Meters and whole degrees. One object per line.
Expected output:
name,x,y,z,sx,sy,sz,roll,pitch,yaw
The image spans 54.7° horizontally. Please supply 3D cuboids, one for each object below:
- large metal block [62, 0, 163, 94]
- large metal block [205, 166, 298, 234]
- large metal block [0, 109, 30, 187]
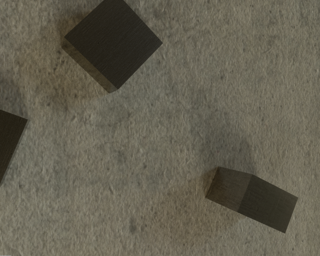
large metal block,-0.058,-0.100,0.375,0.080,0.050,0.080,45,76,-15
large metal block,0.124,0.096,0.427,0.080,0.080,0.050,27,81,-19
large metal block,-0.194,0.014,0.324,0.080,0.050,0.080,23,82,-19
